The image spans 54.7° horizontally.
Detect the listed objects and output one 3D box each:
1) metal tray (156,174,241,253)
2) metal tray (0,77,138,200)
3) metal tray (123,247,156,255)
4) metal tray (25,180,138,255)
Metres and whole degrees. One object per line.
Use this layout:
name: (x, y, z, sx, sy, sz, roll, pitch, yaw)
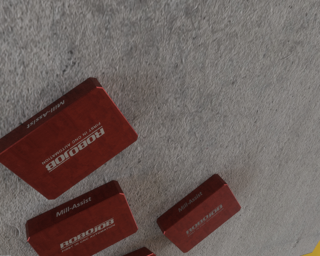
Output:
metal tray: (0.069, 0.149, 0.533, 0.130, 0.030, 0.090, -37, 129, -3)
metal tray: (-0.102, 0.014, 0.357, 0.130, 0.030, 0.090, -36, 129, -4)
metal tray: (-0.065, 0.258, 0.495, 0.131, 0.030, 0.089, -11, 99, -31)
metal tray: (-0.104, 0.138, 0.432, 0.131, 0.030, 0.090, -24, 127, -14)
